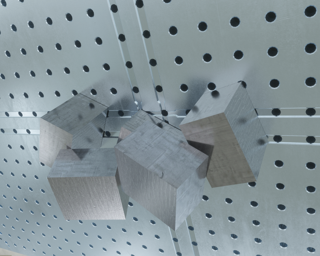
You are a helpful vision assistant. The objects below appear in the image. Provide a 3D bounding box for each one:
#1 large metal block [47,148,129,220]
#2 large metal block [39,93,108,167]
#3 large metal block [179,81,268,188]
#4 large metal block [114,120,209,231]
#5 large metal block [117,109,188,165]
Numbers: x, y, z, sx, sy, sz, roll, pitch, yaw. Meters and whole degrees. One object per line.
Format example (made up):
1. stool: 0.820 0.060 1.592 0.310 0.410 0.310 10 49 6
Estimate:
1. large metal block: -0.086 0.073 0.399 0.080 0.050 0.079 -2 127 5
2. large metal block: -0.123 0.009 0.443 0.050 0.080 0.079 27 128 11
3. large metal block: 0.074 0.006 0.339 0.050 0.080 0.080 -17 110 34
4. large metal block: 0.001 0.051 0.335 0.080 0.050 0.080 30 143 28
5. large metal block: -0.014 0.034 0.421 0.080 0.050 0.079 28 128 10
